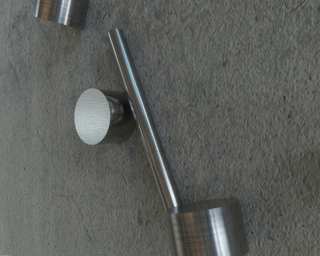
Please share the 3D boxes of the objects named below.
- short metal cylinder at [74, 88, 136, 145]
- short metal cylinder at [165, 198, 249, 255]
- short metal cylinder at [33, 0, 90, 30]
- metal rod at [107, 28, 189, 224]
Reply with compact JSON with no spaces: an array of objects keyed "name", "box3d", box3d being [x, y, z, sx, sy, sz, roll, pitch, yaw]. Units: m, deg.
[{"name":"short metal cylinder","box3d":[-0.081,-0.016,0.455,0.080,0.050,0.079,0,90,40]},{"name":"short metal cylinder","box3d":[0.049,0.107,0.329,0.080,0.081,0.050,-16,80,39]},{"name":"short metal cylinder","box3d":[-0.159,-0.194,0.500,0.080,0.081,0.050,25,106,37]},{"name":"metal rod","box3d":[-0.019,-0.003,0.420,0.025,0.025,0.299,-30,71,36]}]
